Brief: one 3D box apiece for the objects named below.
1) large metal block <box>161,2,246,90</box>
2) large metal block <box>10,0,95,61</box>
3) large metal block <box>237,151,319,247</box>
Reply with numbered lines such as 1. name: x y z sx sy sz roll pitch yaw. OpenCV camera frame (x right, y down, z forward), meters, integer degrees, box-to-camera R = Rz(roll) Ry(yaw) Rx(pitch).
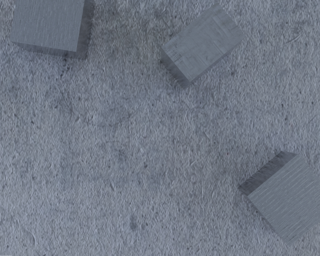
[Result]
1. large metal block: 0.048 -0.096 0.383 0.080 0.080 0.050 -39 90 0
2. large metal block: -0.134 -0.137 0.396 0.080 0.050 0.080 9 90 0
3. large metal block: 0.162 0.087 0.399 0.080 0.050 0.080 -40 90 0
